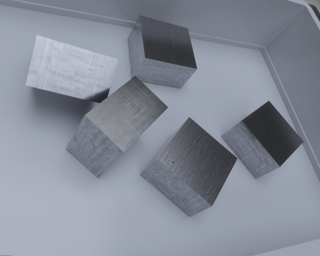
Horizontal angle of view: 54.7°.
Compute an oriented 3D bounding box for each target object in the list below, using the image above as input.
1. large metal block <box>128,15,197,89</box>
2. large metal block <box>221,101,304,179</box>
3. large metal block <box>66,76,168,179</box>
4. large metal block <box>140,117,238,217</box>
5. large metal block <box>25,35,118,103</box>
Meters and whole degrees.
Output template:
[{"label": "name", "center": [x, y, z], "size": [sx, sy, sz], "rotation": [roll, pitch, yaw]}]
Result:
[{"label": "large metal block", "center": [0.001, -0.111, 0.460], "size": [0.081, 0.050, 0.080], "rotation": [6, 59, -25]}, {"label": "large metal block", "center": [0.154, 0.017, 0.465], "size": [0.081, 0.050, 0.080], "rotation": [-30, 79, -38]}, {"label": "large metal block", "center": [-0.049, 0.000, 0.344], "size": [0.050, 0.080, 0.080], "rotation": [44, 51, -1]}, {"label": "large metal block", "center": [0.036, 0.047, 0.382], "size": [0.080, 0.050, 0.080], "rotation": [41, 51, -1]}, {"label": "large metal block", "center": [-0.100, -0.067, 0.350], "size": [0.081, 0.080, 0.050], "rotation": [13, 100, -22]}]
